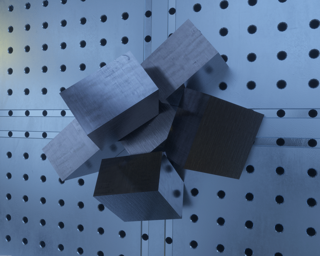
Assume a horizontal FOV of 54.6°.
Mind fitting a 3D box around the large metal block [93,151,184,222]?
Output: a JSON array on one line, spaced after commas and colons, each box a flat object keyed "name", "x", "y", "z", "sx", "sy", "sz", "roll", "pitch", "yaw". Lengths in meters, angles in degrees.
[{"name": "large metal block", "x": -0.022, "y": 0.076, "z": 0.384, "sx": 0.080, "sy": 0.080, "sz": 0.050, "roll": -9, "pitch": 51, "yaw": 20}]

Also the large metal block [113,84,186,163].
[{"name": "large metal block", "x": -0.015, "y": -0.011, "z": 0.406, "sx": 0.080, "sy": 0.050, "sz": 0.080, "roll": -41, "pitch": 77, "yaw": 15}]

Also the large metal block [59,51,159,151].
[{"name": "large metal block", "x": -0.049, "y": -0.025, "z": 0.334, "sx": 0.080, "sy": 0.080, "sz": 0.050, "roll": -34, "pitch": 78, "yaw": -9}]

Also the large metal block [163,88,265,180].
[{"name": "large metal block", "x": 0.060, "y": 0.007, "z": 0.355, "sx": 0.050, "sy": 0.081, "sz": 0.080, "roll": 31, "pitch": 104, "yaw": 59}]

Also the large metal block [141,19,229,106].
[{"name": "large metal block", "x": 0.030, "y": -0.073, "z": 0.373, "sx": 0.080, "sy": 0.080, "sz": 0.050, "roll": -41, "pitch": 78, "yaw": 15}]

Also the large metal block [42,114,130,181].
[{"name": "large metal block", "x": -0.092, "y": 0.022, "z": 0.415, "sx": 0.080, "sy": 0.080, "sz": 0.050, "roll": -40, "pitch": 78, "yaw": 15}]
